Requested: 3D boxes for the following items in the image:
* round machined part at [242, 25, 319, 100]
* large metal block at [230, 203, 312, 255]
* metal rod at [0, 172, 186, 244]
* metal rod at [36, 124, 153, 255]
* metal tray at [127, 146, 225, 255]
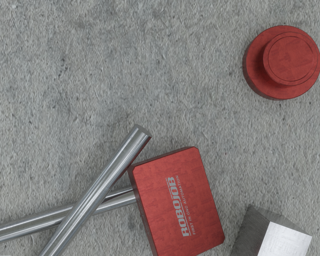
[{"bbox_3d":[0.162,-0.086,0.404,0.099,0.042,0.097,0,90,-1],"label":"round machined part"},{"bbox_3d":[0.132,0.150,0.384,0.050,0.080,0.080,20,90,0],"label":"large metal block"},{"bbox_3d":[-0.109,0.109,0.408,0.302,0.025,0.025,-17,90,-1],"label":"metal rod"},{"bbox_3d":[-0.109,0.120,0.384,0.025,0.025,0.299,37,99,-1],"label":"metal rod"},{"bbox_3d":[0.021,0.097,0.394,0.091,0.030,0.129,-17,91,-19],"label":"metal tray"}]
